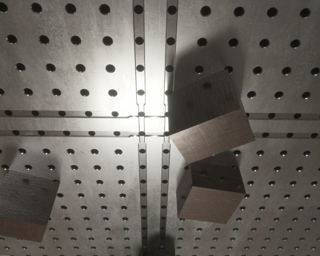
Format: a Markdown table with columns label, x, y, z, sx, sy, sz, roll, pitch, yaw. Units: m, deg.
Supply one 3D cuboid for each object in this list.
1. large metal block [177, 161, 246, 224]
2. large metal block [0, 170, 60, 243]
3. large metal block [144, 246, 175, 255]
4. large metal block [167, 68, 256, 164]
| label | x | y | z | sx | sy | sz | roll | pitch | yaw |
| --- | --- | --- | --- | --- | --- | --- | --- | --- | --- |
| large metal block | 0.076 | 0.101 | 0.483 | 0.081 | 0.050 | 0.079 | 10 | 130 | -9 |
| large metal block | -0.208 | 0.119 | 0.474 | 0.081 | 0.080 | 0.050 | 17 | 128 | -15 |
| large metal block | -0.011 | 0.305 | 0.635 | 0.050 | 0.080 | 0.080 | 26 | 125 | -21 |
| large metal block | 0.056 | -0.015 | 0.364 | 0.080 | 0.080 | 0.050 | -22 | 127 | 17 |
